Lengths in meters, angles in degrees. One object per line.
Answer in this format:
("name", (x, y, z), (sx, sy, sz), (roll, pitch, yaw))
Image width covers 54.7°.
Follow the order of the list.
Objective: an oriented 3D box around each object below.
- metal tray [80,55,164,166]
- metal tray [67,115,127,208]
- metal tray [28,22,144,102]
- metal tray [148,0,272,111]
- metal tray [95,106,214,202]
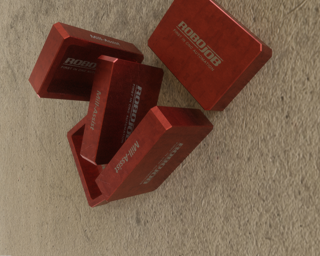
("metal tray", (-0.047, -0.021, 0.400), (0.030, 0.091, 0.129), (21, 103, 38))
("metal tray", (-0.091, 0.044, 0.475), (0.090, 0.030, 0.130), (-35, 69, 34))
("metal tray", (-0.093, -0.079, 0.413), (0.030, 0.131, 0.090), (51, 119, 27))
("metal tray", (0.051, -0.094, 0.360), (0.090, 0.030, 0.130), (-52, 60, 27))
("metal tray", (-0.007, 0.032, 0.368), (0.129, 0.091, 0.030), (-51, 61, 28))
